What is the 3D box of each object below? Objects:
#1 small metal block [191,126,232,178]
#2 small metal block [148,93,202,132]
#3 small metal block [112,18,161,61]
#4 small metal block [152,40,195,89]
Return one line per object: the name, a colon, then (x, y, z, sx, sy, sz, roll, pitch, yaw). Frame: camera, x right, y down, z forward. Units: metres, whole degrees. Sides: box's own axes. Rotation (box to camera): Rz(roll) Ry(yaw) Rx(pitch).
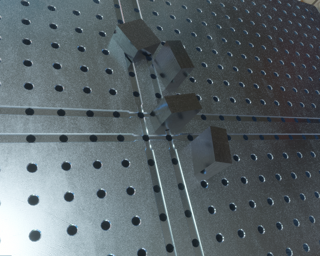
small metal block: (0.067, 0.032, 0.410, 0.025, 0.050, 0.050, 11, 57, -23)
small metal block: (0.020, -0.021, 0.417, 0.050, 0.050, 0.025, -10, 67, -33)
small metal block: (-0.036, -0.135, 0.473, 0.050, 0.025, 0.050, -32, 80, -38)
small metal block: (0.019, -0.094, 0.462, 0.025, 0.050, 0.050, -12, 68, -33)
